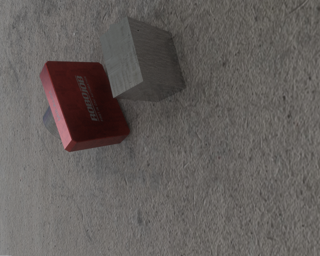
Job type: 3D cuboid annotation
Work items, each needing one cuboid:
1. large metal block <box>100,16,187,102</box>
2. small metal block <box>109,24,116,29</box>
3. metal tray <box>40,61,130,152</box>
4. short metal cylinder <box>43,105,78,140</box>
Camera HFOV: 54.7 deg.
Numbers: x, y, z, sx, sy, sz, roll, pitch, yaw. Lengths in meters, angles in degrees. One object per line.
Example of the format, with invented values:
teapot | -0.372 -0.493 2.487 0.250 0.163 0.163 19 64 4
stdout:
large metal block | -0.020 -0.081 0.386 0.050 0.081 0.080 -23 76 38
small metal block | -0.048 -0.122 0.445 0.050 0.025 0.050 9 96 39
metal tray | -0.108 -0.035 0.447 0.030 0.091 0.130 -43 65 44
short metal cylinder | -0.131 -0.021 0.477 0.050 0.081 0.080 -51 60 28
